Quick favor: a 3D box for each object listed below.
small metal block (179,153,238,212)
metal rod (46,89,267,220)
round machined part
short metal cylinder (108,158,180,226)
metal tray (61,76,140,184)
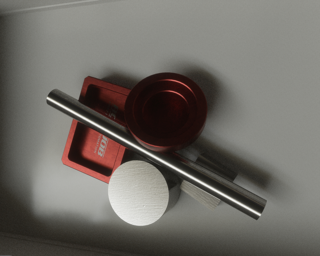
[{"bbox_3d":[0.060,0.066,0.387,0.050,0.025,0.050,33,100,16],"label":"small metal block"},{"bbox_3d":[-0.016,0.025,0.383,0.301,0.025,0.025,27,99,15],"label":"metal rod"},{"bbox_3d":[0.008,-0.016,0.383,0.099,0.042,0.098,-2,68,5],"label":"round machined part"},{"bbox_3d":[-0.019,0.079,0.401,0.080,0.050,0.079,0,90,19],"label":"short metal cylinder"},{"bbox_3d":[-0.076,0.002,0.431,0.090,0.030,0.129,20,96,18],"label":"metal tray"}]
